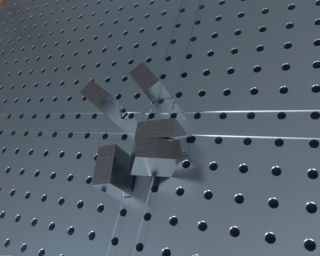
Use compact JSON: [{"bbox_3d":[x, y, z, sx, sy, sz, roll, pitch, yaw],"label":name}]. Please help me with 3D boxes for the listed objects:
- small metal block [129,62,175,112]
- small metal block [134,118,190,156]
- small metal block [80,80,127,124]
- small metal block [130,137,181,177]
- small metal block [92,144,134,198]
[{"bbox_3d":[-0.012,-0.057,0.434,0.025,0.050,0.050,-39,51,2],"label":"small metal block"},{"bbox_3d":[0.004,0.014,0.382,0.050,0.050,0.025,-6,58,25],"label":"small metal block"},{"bbox_3d":[-0.083,-0.038,0.461,0.025,0.050,0.050,-49,51,-6],"label":"small metal block"},{"bbox_3d":[-0.007,0.035,0.362,0.050,0.050,0.025,5,58,-10],"label":"small metal block"},{"bbox_3d":[-0.056,0.055,0.389,0.025,0.050,0.050,-10,57,23],"label":"small metal block"}]
